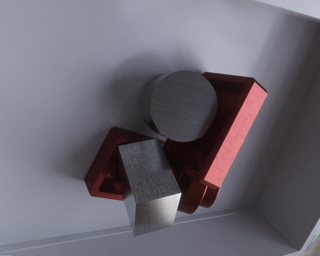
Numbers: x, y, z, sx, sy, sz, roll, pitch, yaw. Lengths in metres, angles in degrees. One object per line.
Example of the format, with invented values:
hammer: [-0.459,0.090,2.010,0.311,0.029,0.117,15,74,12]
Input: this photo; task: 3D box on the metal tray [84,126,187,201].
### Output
metal tray: [-0.025,0.058,0.426,0.131,0.030,0.090,19,108,-36]

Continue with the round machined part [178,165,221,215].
round machined part: [0.056,0.073,0.433,0.042,0.098,0.097,19,112,-4]

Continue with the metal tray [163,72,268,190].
metal tray: [0.061,-0.002,0.378,0.030,0.090,0.130,31,85,-35]

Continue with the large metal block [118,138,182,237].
large metal block: [-0.017,0.072,0.378,0.050,0.080,0.079,-10,139,-16]

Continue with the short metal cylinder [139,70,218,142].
short metal cylinder: [0.021,-0.026,0.368,0.081,0.050,0.079,-2,96,-17]
